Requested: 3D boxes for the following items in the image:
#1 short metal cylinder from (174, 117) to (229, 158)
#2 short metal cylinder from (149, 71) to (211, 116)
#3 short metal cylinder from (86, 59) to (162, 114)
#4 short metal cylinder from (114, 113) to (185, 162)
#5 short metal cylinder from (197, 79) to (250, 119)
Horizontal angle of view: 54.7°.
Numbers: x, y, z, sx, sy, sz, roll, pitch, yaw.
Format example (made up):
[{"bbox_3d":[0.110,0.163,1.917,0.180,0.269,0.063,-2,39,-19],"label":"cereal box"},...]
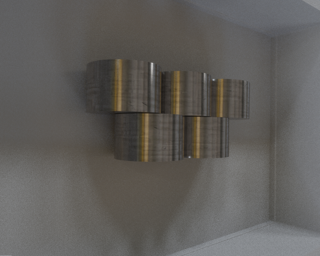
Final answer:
[{"bbox_3d":[0.051,0.012,0.411,0.081,0.080,0.050,1,90,-40],"label":"short metal cylinder"},{"bbox_3d":[0.024,-0.039,0.388,0.081,0.080,0.050,1,90,-40],"label":"short metal cylinder"},{"bbox_3d":[-0.039,-0.041,0.336,0.081,0.080,0.050,1,90,-40],"label":"short metal cylinder"},{"bbox_3d":[-0.012,0.010,0.358,0.081,0.080,0.050,1,90,-40],"label":"short metal cylinder"},{"bbox_3d":[0.086,-0.038,0.440,0.081,0.080,0.050,2,89,-40],"label":"short metal cylinder"}]
